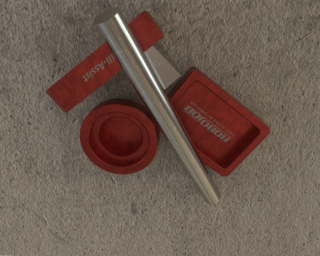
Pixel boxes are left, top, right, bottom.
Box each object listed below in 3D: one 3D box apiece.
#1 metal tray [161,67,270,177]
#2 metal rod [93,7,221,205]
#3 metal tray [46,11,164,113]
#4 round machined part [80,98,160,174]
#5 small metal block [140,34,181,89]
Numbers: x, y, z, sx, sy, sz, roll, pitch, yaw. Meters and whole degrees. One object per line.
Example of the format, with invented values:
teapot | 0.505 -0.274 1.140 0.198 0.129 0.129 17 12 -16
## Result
metal tray | 0.065 -0.006 0.407 0.130 0.030 0.090 36 106 -13
metal rod | 0.016 0.003 0.355 0.025 0.025 0.299 -25 130 8
metal tray | -0.057 -0.077 0.346 0.130 0.090 0.030 -35 107 12
round machined part | -0.049 0.008 0.400 0.099 0.042 0.097 2 113 5
small metal block | -0.005 -0.080 0.363 0.025 0.050 0.050 -40 120 16
